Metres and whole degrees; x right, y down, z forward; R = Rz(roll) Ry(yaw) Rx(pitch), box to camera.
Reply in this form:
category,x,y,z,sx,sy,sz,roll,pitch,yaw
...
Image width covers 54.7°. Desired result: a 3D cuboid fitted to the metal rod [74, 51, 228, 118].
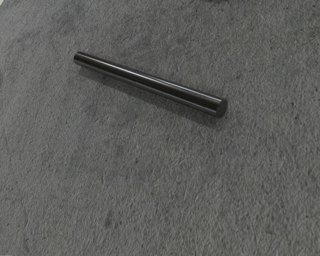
category,x,y,z,sx,sy,sz,roll,pitch,yaw
metal rod,-0.034,-0.074,0.467,0.300,0.025,0.025,25,75,36
